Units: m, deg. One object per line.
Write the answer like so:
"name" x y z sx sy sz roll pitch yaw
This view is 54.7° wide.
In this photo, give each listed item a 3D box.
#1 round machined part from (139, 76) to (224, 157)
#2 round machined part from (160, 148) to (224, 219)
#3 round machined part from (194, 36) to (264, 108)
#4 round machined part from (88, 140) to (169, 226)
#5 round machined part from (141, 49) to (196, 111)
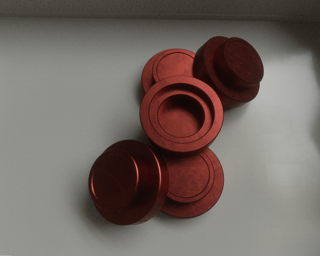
"round machined part" 0.025 -0.011 0.380 0.099 0.042 0.098 0 70 -1
"round machined part" 0.029 0.059 0.377 0.099 0.042 0.098 0 70 -1
"round machined part" 0.097 -0.079 0.406 0.099 0.042 0.098 13 64 -28
"round machined part" -0.042 0.061 0.354 0.098 0.042 0.098 -9 72 28
"round machined part" 0.024 -0.068 0.424 0.099 0.042 0.098 0 70 -1
